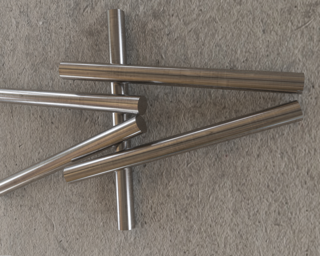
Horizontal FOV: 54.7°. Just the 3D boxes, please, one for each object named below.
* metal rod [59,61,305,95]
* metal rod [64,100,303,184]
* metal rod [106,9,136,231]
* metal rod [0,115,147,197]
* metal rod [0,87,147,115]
[{"bbox_3d":[0.016,-0.065,0.387,0.301,0.025,0.025,5,92,13],"label":"metal rod"},{"bbox_3d":[0.018,0.022,0.386,0.301,0.025,0.025,-17,85,12],"label":"metal rod"},{"bbox_3d":[-0.054,-0.012,0.428,0.025,0.025,0.298,-3,89,19],"label":"metal rod"},{"bbox_3d":[-0.149,0.050,0.446,0.300,0.025,0.025,-24,82,23],"label":"metal rod"},{"bbox_3d":[-0.158,-0.042,0.449,0.301,0.025,0.025,6,92,25],"label":"metal rod"}]
